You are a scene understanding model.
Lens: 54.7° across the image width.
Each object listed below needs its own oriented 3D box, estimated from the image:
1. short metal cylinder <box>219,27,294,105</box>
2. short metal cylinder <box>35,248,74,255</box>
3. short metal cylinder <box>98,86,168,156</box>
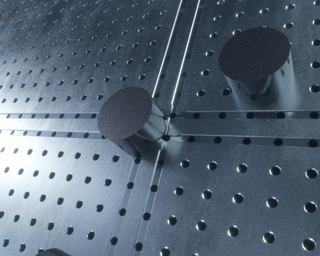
[{"bbox_3d":[0.117,-0.075,0.376,0.080,0.050,0.080,-13,56,21],"label":"short metal cylinder"},{"bbox_3d":[-0.107,0.174,0.322,0.050,0.080,0.080,10,67,32],"label":"short metal cylinder"},{"bbox_3d":[-0.036,-0.009,0.416,0.080,0.050,0.080,-13,56,21],"label":"short metal cylinder"}]
